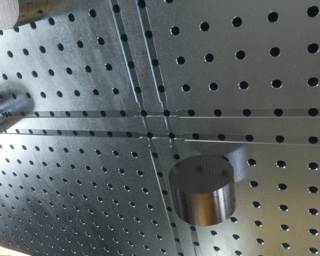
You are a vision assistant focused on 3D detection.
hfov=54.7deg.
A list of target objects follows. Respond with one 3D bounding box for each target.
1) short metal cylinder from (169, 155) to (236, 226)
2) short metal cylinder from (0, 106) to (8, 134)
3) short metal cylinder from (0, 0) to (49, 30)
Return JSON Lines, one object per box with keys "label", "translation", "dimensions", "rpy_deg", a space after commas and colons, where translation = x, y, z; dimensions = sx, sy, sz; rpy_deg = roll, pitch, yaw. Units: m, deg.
{"label": "short metal cylinder", "translation": [0.055, 0.077, 0.395], "dimensions": [0.080, 0.080, 0.050], "rpy_deg": [4, 120, 26]}
{"label": "short metal cylinder", "translation": [-0.326, -0.014, 0.558], "dimensions": [0.080, 0.050, 0.079], "rpy_deg": [13, 124, 21]}
{"label": "short metal cylinder", "translation": [-0.190, -0.170, 0.391], "dimensions": [0.080, 0.050, 0.079], "rpy_deg": [13, 124, 21]}
